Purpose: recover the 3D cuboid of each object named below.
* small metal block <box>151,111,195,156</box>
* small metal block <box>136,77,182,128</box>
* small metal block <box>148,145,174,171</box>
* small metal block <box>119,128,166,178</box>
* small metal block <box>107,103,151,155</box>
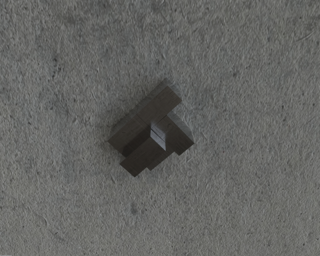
[{"bbox_3d":[0.016,0.001,0.398,0.025,0.050,0.050,-41,105,13],"label":"small metal block"},{"bbox_3d":[-0.001,-0.033,0.385,0.050,0.050,0.025,-42,105,13],"label":"small metal block"},{"bbox_3d":[-0.011,0.021,0.419,0.050,0.025,0.050,-41,106,13],"label":"small metal block"},{"bbox_3d":[-0.020,0.025,0.380,0.050,0.050,0.025,-42,105,13],"label":"small metal block"},{"bbox_3d":[-0.038,0.000,0.397,0.050,0.050,0.025,-42,105,13],"label":"small metal block"}]
